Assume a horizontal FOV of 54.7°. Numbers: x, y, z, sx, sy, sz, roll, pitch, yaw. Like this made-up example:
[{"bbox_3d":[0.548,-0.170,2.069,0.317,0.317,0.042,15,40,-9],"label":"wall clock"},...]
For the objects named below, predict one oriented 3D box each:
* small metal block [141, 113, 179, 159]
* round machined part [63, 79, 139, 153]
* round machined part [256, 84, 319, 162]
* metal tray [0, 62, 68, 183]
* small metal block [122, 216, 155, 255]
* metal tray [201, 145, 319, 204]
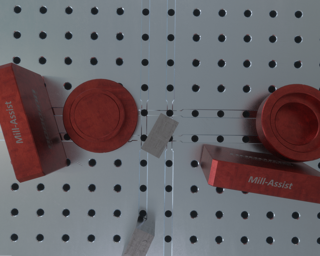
[{"bbox_3d":[0.000,0.009,0.401,0.025,0.050,0.050,29,90,0],"label":"small metal block"},{"bbox_3d":[-0.078,-0.016,0.404,0.099,0.042,0.097,0,90,0],"label":"round machined part"},{"bbox_3d":[0.172,-0.004,0.400,0.099,0.042,0.098,1,79,-3],"label":"round machined part"},{"bbox_3d":[-0.158,-0.006,0.379,0.030,0.090,0.129,-16,90,0],"label":"metal tray"},{"bbox_3d":[-0.028,0.149,0.401,0.025,0.050,0.050,24,90,0],"label":"small metal block"},{"bbox_3d":[0.121,0.053,0.380,0.131,0.090,0.030,9,98,0],"label":"metal tray"}]
